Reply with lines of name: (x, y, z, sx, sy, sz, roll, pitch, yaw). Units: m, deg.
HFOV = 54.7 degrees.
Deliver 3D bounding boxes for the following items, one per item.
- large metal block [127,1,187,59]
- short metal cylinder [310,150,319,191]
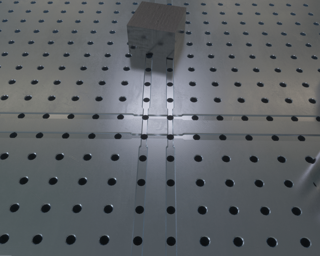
large metal block: (-0.004, -0.171, 0.535, 0.080, 0.050, 0.080, 12, 51, 10)
short metal cylinder: (0.224, 0.045, 0.355, 0.080, 0.050, 0.080, 0, 50, 0)
